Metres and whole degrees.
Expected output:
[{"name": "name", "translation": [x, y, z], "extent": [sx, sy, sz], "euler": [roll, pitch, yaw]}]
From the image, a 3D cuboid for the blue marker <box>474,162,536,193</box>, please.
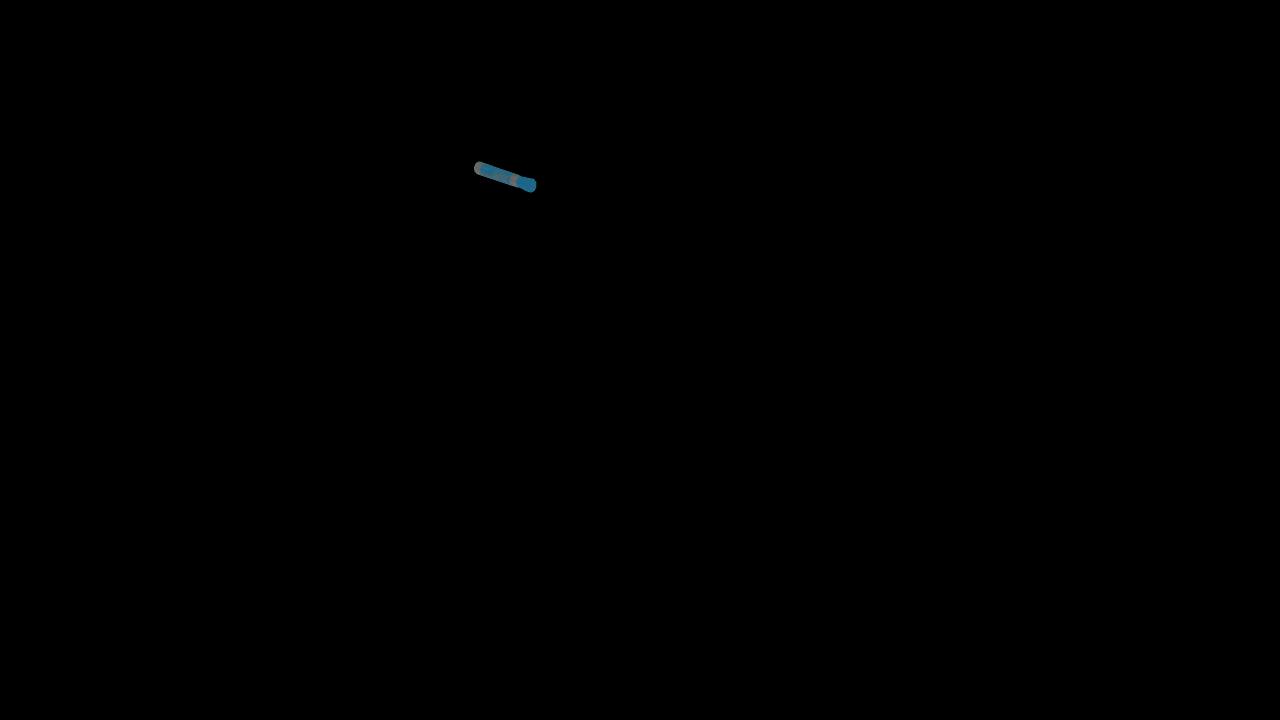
[{"name": "blue marker", "translation": [-0.189, -0.258, 0.867], "extent": [0.121, 0.020, 0.020], "euler": [26, 15, 32]}]
